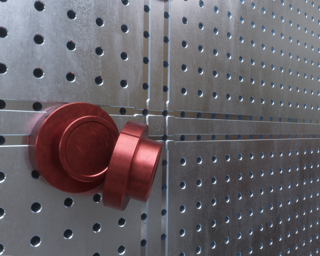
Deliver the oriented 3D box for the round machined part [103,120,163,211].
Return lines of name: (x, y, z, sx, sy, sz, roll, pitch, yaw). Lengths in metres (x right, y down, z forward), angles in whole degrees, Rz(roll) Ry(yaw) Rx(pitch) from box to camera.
round machined part: (-0.026, 0.043, 0.341, 0.042, 0.098, 0.098, 15, 77, 4)

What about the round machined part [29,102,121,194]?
round machined part: (-0.082, 0.021, 0.330, 0.099, 0.042, 0.097, 0, 90, -40)
